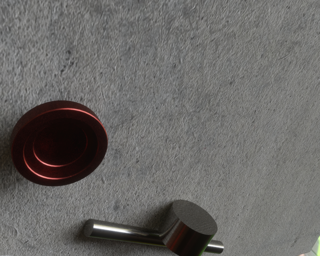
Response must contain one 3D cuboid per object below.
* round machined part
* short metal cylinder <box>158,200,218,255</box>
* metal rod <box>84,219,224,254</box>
[{"bbox_3d":[-0.112,0.013,0.344,0.099,0.042,0.097,-14,125,-21],"label":"round machined part"},{"bbox_3d":[0.045,0.161,0.497,0.081,0.080,0.050,16,110,-35],"label":"short metal cylinder"},{"bbox_3d":[0.008,0.191,0.531,0.302,0.025,0.025,24,105,-37],"label":"metal rod"}]
